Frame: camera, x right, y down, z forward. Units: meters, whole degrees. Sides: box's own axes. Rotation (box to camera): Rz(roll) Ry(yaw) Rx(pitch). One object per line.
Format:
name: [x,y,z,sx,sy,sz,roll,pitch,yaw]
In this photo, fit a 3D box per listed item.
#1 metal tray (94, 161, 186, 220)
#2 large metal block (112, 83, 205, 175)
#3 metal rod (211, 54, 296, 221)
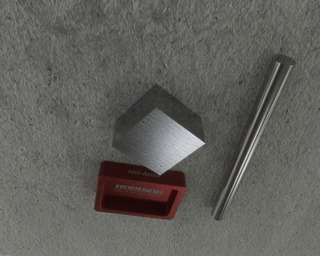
metal tray: [-0.033,0.101,0.489,0.131,0.030,0.089,9,130,-8]
large metal block: [-0.002,0.004,0.394,0.080,0.050,0.080,35,122,-26]
metal rod: [0.119,0.037,0.439,0.025,0.025,0.298,5,130,-5]
